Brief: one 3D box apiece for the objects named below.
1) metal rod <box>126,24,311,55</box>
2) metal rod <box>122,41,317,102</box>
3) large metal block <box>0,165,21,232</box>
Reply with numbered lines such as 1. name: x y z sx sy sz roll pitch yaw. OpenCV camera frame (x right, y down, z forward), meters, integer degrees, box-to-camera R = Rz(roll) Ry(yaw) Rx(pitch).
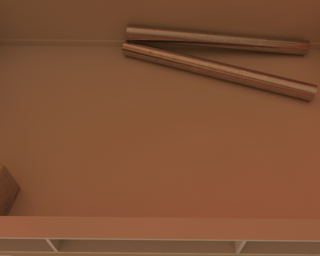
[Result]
1. metal rod: 0.097 -0.145 0.513 0.302 0.025 0.025 4 50 -3
2. metal rod: 0.083 -0.092 0.483 0.301 0.025 0.025 17 52 13
3. large metal block: -0.207 0.081 0.318 0.080 0.050 0.080 6 50 5
